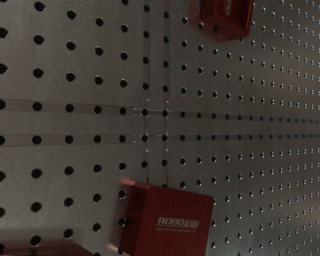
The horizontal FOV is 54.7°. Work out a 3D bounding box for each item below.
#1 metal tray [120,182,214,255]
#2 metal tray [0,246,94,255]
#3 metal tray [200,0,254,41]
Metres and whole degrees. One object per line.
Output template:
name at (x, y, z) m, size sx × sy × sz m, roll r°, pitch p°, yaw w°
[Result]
metal tray at (0.015, 0.129, 0.421) m, size 0.131 × 0.030 × 0.090 m, roll 19°, pitch 78°, yaw -39°
metal tray at (-0.133, 0.166, 0.295) m, size 0.131 × 0.030 × 0.090 m, roll 14°, pitch 81°, yaw -39°
metal tray at (0.116, -0.222, 0.505) m, size 0.091 × 0.030 × 0.129 m, roll 18°, pitch 79°, yaw -39°
